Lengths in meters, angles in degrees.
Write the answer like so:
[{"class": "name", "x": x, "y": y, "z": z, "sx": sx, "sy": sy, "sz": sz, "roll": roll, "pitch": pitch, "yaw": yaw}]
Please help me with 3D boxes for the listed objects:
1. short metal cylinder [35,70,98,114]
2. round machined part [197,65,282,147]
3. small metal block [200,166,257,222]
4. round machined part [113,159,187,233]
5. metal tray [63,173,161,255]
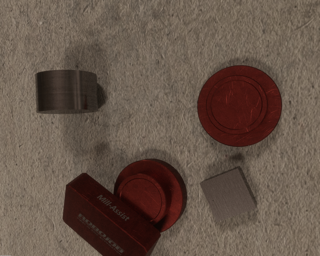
[{"class": "short metal cylinder", "x": -0.126, "y": -0.047, "z": 0.423, "sx": 0.080, "sy": 0.080, "sz": 0.050, "roll": -3, "pitch": 89, "yaw": 19}, {"class": "round machined part", "x": 0.092, "y": -0.026, "z": 0.367, "sx": 0.098, "sy": 0.042, "sz": 0.097, "roll": 0, "pitch": 90, "yaw": 19}, {"class": "small metal block", "x": 0.084, "y": 0.080, "z": 0.379, "sx": 0.050, "sy": 0.025, "sz": 0.050, "roll": -26, "pitch": 82, "yaw": 17}, {"class": "round machined part", "x": -0.018, "y": 0.091, "z": 0.405, "sx": 0.098, "sy": 0.042, "sz": 0.097, "roll": 0, "pitch": 90, "yaw": 19}, {"class": "metal tray", "x": -0.069, "y": 0.129, "z": 0.406, "sx": 0.130, "sy": 0.030, "sz": 0.089, "roll": 34, "pitch": 133, "yaw": 16}]
